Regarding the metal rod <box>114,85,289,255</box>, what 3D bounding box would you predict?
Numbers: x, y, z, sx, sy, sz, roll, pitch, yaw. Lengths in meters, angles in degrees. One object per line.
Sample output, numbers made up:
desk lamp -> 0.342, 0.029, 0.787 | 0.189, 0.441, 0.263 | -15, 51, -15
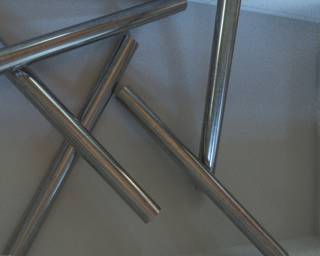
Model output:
metal rod -> 0.054, 0.063, 0.398 | 0.025, 0.025, 0.300 | -44, 92, -15

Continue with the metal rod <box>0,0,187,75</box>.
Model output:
metal rod -> -0.089, -0.106, 0.352 | 0.302, 0.025, 0.025 | -29, 100, -27

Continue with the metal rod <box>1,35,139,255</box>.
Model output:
metal rod -> -0.104, 0.021, 0.372 | 0.025, 0.025, 0.299 | 29, 80, -18

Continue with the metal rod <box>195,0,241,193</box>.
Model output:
metal rod -> 0.069, -0.051, 0.372 | 0.025, 0.025, 0.298 | -6, 117, -20

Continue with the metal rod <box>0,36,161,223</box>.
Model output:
metal rod -> -0.109, -0.009, 0.346 | 0.025, 0.025, 0.300 | -44, 95, -15
